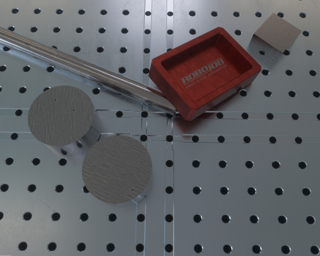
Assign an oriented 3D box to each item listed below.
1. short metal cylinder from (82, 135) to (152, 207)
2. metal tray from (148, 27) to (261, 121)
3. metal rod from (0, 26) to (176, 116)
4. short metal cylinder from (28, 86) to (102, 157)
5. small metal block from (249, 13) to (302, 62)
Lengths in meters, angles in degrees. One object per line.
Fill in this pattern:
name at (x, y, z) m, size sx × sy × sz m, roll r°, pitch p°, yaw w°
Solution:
short metal cylinder at (-0.049, 0.054, 0.378) m, size 0.081 × 0.050 × 0.080 m, roll 0°, pitch 70°, yaw 0°
metal tray at (0.062, -0.078, 0.423) m, size 0.131 × 0.030 × 0.090 m, roll -31°, pitch 73°, yaw -24°
metal rod at (-0.114, -0.086, 0.442) m, size 0.301 × 0.025 × 0.025 m, roll 23°, pitch 72°, yaw 8°
short metal cylinder at (-0.120, -0.008, 0.400) m, size 0.081 × 0.050 × 0.080 m, roll 0°, pitch 70°, yaw 0°
small metal block at (0.172, -0.135, 0.463) m, size 0.050 × 0.025 × 0.050 m, roll 39°, pitch 74°, yaw 13°
